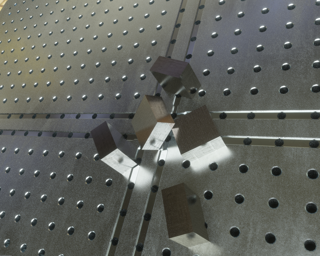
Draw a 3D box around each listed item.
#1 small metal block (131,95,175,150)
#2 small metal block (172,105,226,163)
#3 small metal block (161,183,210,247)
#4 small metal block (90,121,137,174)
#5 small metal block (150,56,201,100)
[{"bbox_3d":[-0.011,-0.007,0.403,0.050,0.025,0.050,-60,40,36],"label":"small metal block"},{"bbox_3d":[0.045,0.007,0.381,0.050,0.025,0.050,-27,52,11],"label":"small metal block"},{"bbox_3d":[0.027,0.092,0.323,0.025,0.050,0.050,-21,54,16],"label":"small metal block"},{"bbox_3d":[-0.061,0.026,0.409,0.025,0.050,0.050,-34,51,6],"label":"small metal block"},{"bbox_3d":[0.022,-0.069,0.424,0.050,0.050,0.025,22,74,36],"label":"small metal block"}]
